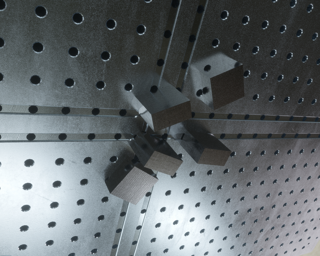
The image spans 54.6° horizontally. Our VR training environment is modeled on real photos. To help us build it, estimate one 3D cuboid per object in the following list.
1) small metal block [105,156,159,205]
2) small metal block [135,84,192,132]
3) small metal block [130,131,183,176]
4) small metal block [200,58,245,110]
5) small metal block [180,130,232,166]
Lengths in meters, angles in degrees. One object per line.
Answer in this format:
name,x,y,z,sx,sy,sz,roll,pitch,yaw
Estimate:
small metal block,-0.039,0.074,0.435,0.050,0.025,0.050,-48,129,6
small metal block,0.004,-0.026,0.381,0.050,0.050,0.025,-21,127,-16
small metal block,-0.005,0.034,0.412,0.050,0.050,0.025,24,105,-37
small metal block,0.085,-0.059,0.420,0.050,0.025,0.050,-24,127,-13
small metal block,0.066,0.029,0.448,0.050,0.050,0.025,9,114,-32
